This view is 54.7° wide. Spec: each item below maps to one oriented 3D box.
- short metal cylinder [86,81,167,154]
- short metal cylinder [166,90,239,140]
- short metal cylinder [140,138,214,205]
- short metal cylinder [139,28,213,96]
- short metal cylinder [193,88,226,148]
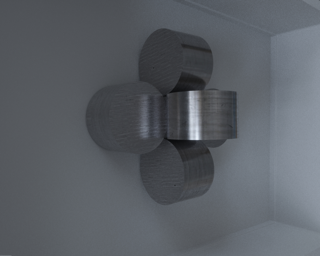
[{"bbox_3d":[-0.037,-0.012,0.357,0.081,0.050,0.080,0,90,-40],"label":"short metal cylinder"},{"bbox_3d":[0.048,-0.014,0.351,0.081,0.080,0.050,-2,91,-40],"label":"short metal cylinder"},{"bbox_3d":[0.020,0.051,0.385,0.050,0.080,0.079,-3,92,-41],"label":"short metal cylinder"},{"bbox_3d":[0.018,-0.078,0.383,0.050,0.080,0.079,-3,92,-41],"label":"short metal cylinder"},{"bbox_3d":[0.057,-0.013,0.435,0.081,0.050,0.080,0,90,-40],"label":"short metal cylinder"}]
